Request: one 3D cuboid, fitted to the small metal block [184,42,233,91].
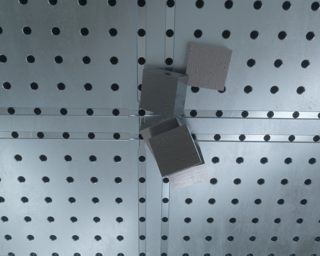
[{"bbox_3d":[0.058,-0.077,0.386,0.050,0.025,0.050,8,110,-4],"label":"small metal block"}]

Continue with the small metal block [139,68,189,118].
[{"bbox_3d":[0.004,-0.045,0.385,0.050,0.025,0.050,19,113,29],"label":"small metal block"}]

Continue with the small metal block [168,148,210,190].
[{"bbox_3d":[0.037,0.054,0.421,0.050,0.050,0.025,-16,110,5],"label":"small metal block"}]

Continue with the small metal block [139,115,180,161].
[{"bbox_3d":[0.007,0.011,0.418,0.050,0.025,0.050,-25,109,8],"label":"small metal block"}]

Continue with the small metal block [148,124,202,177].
[{"bbox_3d":[0.020,0.029,0.386,0.050,0.025,0.050,-22,77,7],"label":"small metal block"}]
